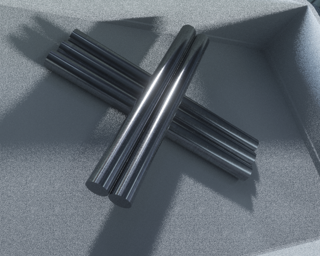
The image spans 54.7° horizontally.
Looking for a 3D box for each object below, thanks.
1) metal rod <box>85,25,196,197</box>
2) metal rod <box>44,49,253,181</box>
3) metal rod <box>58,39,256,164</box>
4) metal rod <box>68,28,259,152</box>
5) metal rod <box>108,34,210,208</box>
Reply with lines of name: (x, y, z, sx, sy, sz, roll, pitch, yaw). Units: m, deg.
metal rod: (-0.008, -0.046, 0.395, 0.025, 0.025, 0.301, 33, 51, -7)
metal rod: (-0.008, -0.012, 0.406, 0.301, 0.025, 0.025, 30, 52, -9)
metal rod: (0.002, -0.029, 0.422, 0.301, 0.025, 0.025, 30, 52, -9)
metal rod: (0.011, -0.047, 0.438, 0.301, 0.025, 0.025, 30, 52, -9)
metal rod: (0.013, -0.033, 0.399, 0.025, 0.025, 0.301, 33, 51, -7)
